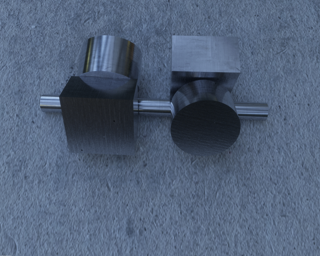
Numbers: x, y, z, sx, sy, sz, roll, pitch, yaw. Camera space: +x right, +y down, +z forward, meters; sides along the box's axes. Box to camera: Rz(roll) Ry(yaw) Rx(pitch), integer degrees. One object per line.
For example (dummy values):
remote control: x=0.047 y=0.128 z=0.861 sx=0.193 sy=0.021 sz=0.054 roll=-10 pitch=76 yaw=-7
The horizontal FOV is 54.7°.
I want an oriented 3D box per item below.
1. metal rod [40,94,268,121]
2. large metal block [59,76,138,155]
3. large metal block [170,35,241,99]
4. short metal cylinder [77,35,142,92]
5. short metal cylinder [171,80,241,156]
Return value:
metal rod: x=-0.008 y=-0.028 z=0.421 sx=0.302 sy=0.025 sz=0.025 roll=2 pitch=70 yaw=0
large metal block: x=-0.069 y=-0.015 z=0.378 sx=0.080 sy=0.079 sz=0.050 roll=3 pitch=36 yaw=0
large metal block: x=0.055 y=-0.076 z=0.408 sx=0.080 sy=0.080 sz=0.050 roll=1 pitch=70 yaw=0
short metal cylinder: x=-0.065 y=-0.076 z=0.407 sx=0.080 sy=0.080 sz=0.050 roll=3 pitch=70 yaw=1
short metal cylinder: x=0.053 y=-0.012 z=0.378 sx=0.080 sy=0.079 sz=0.050 roll=2 pitch=35 yaw=0
